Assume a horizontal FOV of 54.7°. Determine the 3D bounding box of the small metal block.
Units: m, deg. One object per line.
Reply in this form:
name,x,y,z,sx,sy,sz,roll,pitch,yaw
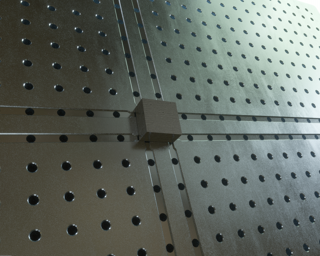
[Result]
small metal block,-0.003,-0.009,0.414,0.050,0.025,0.050,5,60,-26
